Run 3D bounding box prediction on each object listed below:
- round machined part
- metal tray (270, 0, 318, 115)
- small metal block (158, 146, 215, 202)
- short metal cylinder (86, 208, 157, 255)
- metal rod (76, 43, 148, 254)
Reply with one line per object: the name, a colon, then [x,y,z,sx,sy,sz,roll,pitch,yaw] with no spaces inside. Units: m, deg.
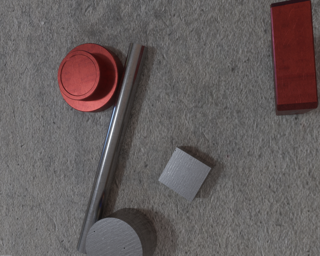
round machined part: [-0.103,-0.071,0.436,0.098,0.042,0.097,0,90,20]
metal tray: [0.129,-0.060,0.308,0.030,0.130,0.089,-4,89,20]
small metal block: [0.034,0.058,0.397,0.050,0.025,0.050,31,100,17]
short metal cylinder: [-0.050,0.153,0.413,0.080,0.050,0.080,0,90,20]
metal rod: [-0.068,0.032,0.432,0.025,0.025,0.298,17,96,19]
